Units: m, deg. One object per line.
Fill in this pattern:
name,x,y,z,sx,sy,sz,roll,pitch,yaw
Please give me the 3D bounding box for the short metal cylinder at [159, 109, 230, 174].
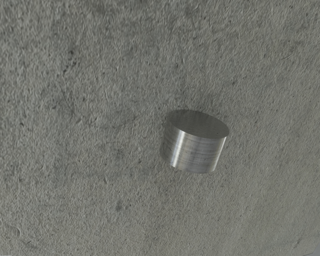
short metal cylinder,0.044,0.015,0.404,0.081,0.080,0.050,-1,119,-28
